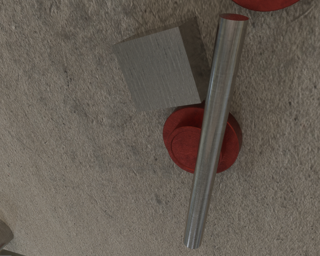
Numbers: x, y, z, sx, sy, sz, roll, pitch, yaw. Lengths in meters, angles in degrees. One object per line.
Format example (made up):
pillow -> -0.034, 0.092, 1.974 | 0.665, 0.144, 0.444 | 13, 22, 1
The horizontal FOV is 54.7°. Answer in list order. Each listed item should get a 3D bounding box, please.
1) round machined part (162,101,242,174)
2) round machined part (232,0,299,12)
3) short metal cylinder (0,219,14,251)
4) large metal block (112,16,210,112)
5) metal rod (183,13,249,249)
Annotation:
round machined part -> 0.048, 0.018, 0.382 | 0.098, 0.042, 0.097 | 13, 124, 21
round machined part -> 0.090, -0.148, 0.257 | 0.098, 0.042, 0.097 | 13, 124, 21
short metal cylinder -> -0.420, 0.272, 0.781 | 0.080, 0.050, 0.079 | 13, 124, 21
large metal block -> 0.006, -0.069, 0.345 | 0.080, 0.050, 0.080 | -6, 116, 31
metal rod -> 0.053, 0.031, 0.343 | 0.025, 0.025, 0.298 | 17, 125, 18
